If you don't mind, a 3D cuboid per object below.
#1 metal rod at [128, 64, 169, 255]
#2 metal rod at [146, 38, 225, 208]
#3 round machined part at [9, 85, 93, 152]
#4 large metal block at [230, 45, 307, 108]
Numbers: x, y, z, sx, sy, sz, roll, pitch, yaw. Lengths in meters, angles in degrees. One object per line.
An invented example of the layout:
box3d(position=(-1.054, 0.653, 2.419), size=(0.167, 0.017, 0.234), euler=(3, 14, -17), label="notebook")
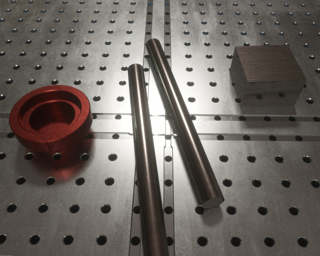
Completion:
box3d(position=(-0.020, 0.023, 0.387), size=(0.025, 0.025, 0.300), euler=(-5, 50, -5), label="metal rod")
box3d(position=(0.023, -0.030, 0.432), size=(0.025, 0.025, 0.300), euler=(-10, 51, -9), label="metal rod")
box3d(position=(-0.137, -0.008, 0.401), size=(0.099, 0.042, 0.098), euler=(0, 50, 0), label="round machined part")
box3d(position=(0.155, -0.078, 0.459), size=(0.081, 0.050, 0.080), euler=(-2, 50, -2), label="large metal block")
